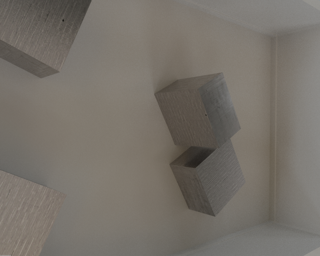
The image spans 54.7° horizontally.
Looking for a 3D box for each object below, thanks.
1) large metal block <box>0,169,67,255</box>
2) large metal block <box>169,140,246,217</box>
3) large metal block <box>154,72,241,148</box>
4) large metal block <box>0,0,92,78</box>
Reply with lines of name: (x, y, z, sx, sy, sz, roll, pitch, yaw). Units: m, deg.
large metal block: (-0.144, 0.079, 0.270, 0.080, 0.050, 0.080, 33, 70, -35)
large metal block: (0.071, 0.066, 0.450, 0.080, 0.050, 0.080, -36, 112, -34)
large metal block: (0.049, -0.022, 0.412, 0.050, 0.080, 0.080, -35, 112, -34)
large metal block: (-0.123, -0.103, 0.287, 0.080, 0.050, 0.080, 29, 72, -36)
